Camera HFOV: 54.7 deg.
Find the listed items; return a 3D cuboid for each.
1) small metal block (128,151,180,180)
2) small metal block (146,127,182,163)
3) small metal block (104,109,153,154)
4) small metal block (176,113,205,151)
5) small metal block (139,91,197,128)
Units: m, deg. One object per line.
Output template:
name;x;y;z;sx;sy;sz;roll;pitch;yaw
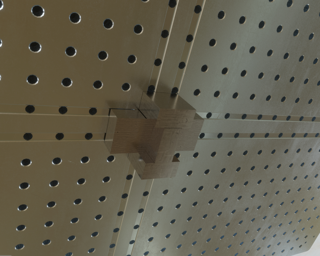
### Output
small metal block;-0.009;0.043;0.418;0.050;0.050;0.025;1;118;-29
small metal block;0.000;0.010;0.402;0.025;0.050;0.050;1;118;-29
small metal block;-0.039;0.004;0.393;0.050;0.025;0.050;0;118;-29
small metal block;0.027;0.004;0.430;0.050;0.025;0.050;1;118;-29
small metal block;0.009;-0.023;0.387;0.050;0.050;0.025;1;118;-29
